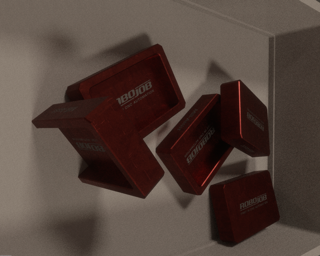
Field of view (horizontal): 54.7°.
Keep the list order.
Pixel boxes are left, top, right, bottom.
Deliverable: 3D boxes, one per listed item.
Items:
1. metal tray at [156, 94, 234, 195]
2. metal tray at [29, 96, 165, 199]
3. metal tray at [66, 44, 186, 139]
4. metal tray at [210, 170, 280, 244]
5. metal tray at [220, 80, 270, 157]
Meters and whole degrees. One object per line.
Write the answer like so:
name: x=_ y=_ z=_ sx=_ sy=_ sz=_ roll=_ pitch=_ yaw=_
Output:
metal tray: x=0.062 y=0.022 z=0.457 sx=0.131 sy=0.030 sz=0.090 roll=-48 pitch=119 yaw=-29
metal tray: x=-0.066 y=0.018 z=0.302 sx=0.030 sy=0.130 sz=0.090 roll=-48 pitch=119 yaw=-31
metal tray: x=-0.033 y=-0.036 z=0.372 sx=0.131 sy=0.030 sz=0.090 roll=-37 pitch=111 yaw=-35
metal tray: x=0.145 y=0.126 z=0.517 sx=0.131 sy=0.030 sz=0.090 roll=-7 pitch=83 yaw=-40
metal tray: x=0.138 y=-0.010 z=0.493 sx=0.131 sy=0.030 sz=0.090 roll=25 pitch=62 yaw=-50
